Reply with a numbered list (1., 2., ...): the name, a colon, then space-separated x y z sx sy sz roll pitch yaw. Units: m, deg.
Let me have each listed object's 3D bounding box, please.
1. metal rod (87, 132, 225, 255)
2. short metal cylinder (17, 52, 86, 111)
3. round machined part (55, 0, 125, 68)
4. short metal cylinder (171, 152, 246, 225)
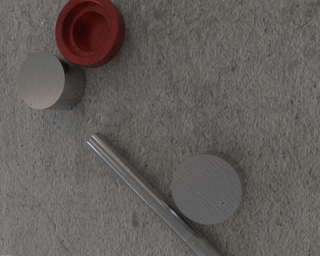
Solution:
1. metal rod: 0.013 0.113 0.404 0.300 0.025 0.025 43 103 15
2. short metal cylinder: -0.157 -0.066 0.451 0.080 0.050 0.079 0 90 20
3. round machined part: -0.092 -0.132 0.432 0.098 0.042 0.097 0 90 20
4. short metal cylinder: 0.060 0.069 0.374 0.080 0.050 0.079 0 90 20
